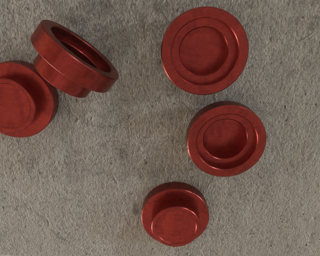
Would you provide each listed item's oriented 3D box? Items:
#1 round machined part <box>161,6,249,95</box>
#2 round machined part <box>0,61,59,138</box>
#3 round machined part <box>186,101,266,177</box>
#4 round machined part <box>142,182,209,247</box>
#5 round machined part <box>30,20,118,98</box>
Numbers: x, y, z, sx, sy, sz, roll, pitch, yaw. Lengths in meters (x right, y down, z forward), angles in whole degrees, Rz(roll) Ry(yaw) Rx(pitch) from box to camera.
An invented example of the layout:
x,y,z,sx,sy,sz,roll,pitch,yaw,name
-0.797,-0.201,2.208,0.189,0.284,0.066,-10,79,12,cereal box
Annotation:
x,y,z,sx,sy,sz,roll,pitch,yaw,name
0.050,-0.092,0.367,0.099,0.042,0.097,0,110,0,round machined part
-0.183,-0.033,0.387,0.099,0.042,0.097,0,110,0,round machined part
0.083,0.011,0.405,0.099,0.042,0.097,0,110,0,round machined part
0.022,0.131,0.449,0.099,0.042,0.097,0,110,0,round machined part
-0.098,-0.071,0.344,0.098,0.098,0.042,38,106,-13,round machined part
